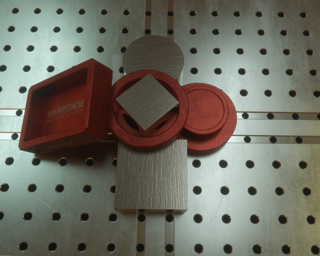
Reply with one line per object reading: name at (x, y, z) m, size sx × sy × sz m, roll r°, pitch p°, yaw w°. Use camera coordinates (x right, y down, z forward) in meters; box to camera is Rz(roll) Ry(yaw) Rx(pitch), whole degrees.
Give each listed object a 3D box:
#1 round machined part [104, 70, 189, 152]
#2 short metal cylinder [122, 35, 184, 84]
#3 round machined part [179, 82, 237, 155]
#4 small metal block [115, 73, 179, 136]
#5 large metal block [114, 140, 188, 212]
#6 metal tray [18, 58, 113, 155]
round machined part at (-0.016, -0.018, 0.378) m, size 0.099 × 0.042 × 0.098 m, roll 0°, pitch 70°, yaw 0°
short metal cylinder at (-0.009, -0.079, 0.427) m, size 0.081 × 0.050 × 0.080 m, roll 0°, pitch 70°, yaw 0°
round machined part at (0.052, -0.017, 0.408) m, size 0.099 × 0.042 × 0.098 m, roll 0°, pitch 70°, yaw 0°
small metal block at (-0.014, -0.026, 0.355) m, size 0.050 × 0.025 × 0.050 m, roll -40°, pitch 75°, yaw -13°
large metal block at (-0.009, 0.059, 0.374) m, size 0.080 × 0.050 × 0.080 m, roll 1°, pitch 70°, yaw 0°
metal tray at (-0.117, -0.022, 0.378) m, size 0.130 × 0.030 × 0.090 m, roll -13°, pitch 66°, yaw 34°
